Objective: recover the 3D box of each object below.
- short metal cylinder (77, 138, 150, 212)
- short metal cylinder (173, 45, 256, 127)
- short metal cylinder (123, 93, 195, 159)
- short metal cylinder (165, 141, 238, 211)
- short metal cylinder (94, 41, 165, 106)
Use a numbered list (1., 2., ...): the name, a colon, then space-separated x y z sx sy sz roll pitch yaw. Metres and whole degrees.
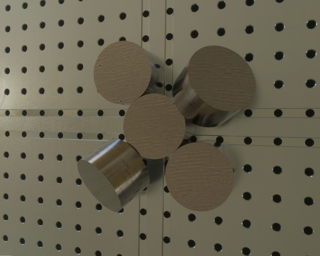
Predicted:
1. short metal cylinder: -0.060 0.060 0.397 0.080 0.050 0.079 30 140 29
2. short metal cylinder: 0.061 -0.046 0.356 0.081 0.050 0.080 6 68 -16
3. short metal cylinder: 0.000 -0.002 0.398 0.080 0.050 0.079 0 90 19
4. short metal cylinder: 0.053 0.056 0.380 0.080 0.050 0.079 0 90 19
5. short metal cylinder: -0.040 -0.070 0.412 0.080 0.050 0.079 0 90 19
